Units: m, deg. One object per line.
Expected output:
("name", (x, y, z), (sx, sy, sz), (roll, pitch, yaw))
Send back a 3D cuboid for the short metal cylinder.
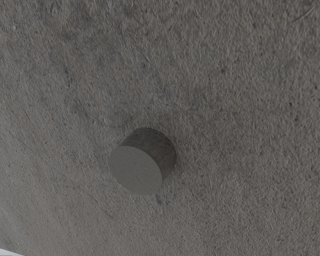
("short metal cylinder", (-0.023, 0.046, 0.432), (0.080, 0.050, 0.080), (13, 124, 21))
